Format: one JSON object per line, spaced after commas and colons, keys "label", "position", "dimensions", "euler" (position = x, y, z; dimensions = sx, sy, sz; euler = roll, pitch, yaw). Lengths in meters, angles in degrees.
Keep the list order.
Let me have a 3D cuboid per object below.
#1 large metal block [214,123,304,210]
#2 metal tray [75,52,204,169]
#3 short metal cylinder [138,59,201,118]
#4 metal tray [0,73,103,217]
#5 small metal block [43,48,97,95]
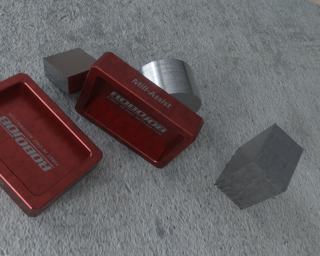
{"label": "large metal block", "position": [0.129, 0.051, 0.406], "dimensions": [0.050, 0.080, 0.080], "euler": [44, 51, 1]}
{"label": "metal tray", "position": [-0.027, -0.015, 0.356], "dimensions": [0.130, 0.090, 0.030], "euler": [36, 51, -5]}
{"label": "short metal cylinder", "position": [0.008, -0.044, 0.399], "dimensions": [0.081, 0.080, 0.050], "euler": [2, 61, -28]}
{"label": "metal tray", "position": [-0.136, 0.013, 0.319], "dimensions": [0.130, 0.030, 0.091], "euler": [46, 51, 3]}
{"label": "small metal block", "position": [-0.105, -0.071, 0.379], "dimensions": [0.050, 0.025, 0.050], "euler": [37, 47, 27]}
